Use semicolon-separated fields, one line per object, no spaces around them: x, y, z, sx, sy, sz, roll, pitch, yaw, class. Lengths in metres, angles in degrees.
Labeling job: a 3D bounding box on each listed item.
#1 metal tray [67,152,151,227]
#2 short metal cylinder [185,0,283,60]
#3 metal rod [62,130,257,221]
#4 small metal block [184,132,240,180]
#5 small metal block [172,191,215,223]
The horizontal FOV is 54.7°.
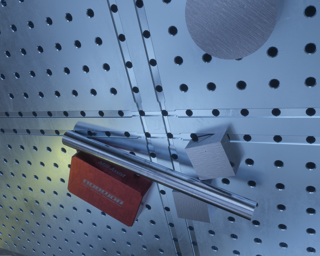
-0.087;0.098;0.512;0.130;0.030;0.089;27;128;10;metal tray
0.070;-0.110;0.289;0.080;0.050;0.079;13;124;20;short metal cylinder
-0.016;0.060;0.440;0.301;0.025;0.025;18;126;22;metal rod
0.067;0.037;0.398;0.050;0.025;0.050;-15;111;33;small metal block
0.049;0.107;0.450;0.050;0.025;0.050;1;119;27;small metal block
